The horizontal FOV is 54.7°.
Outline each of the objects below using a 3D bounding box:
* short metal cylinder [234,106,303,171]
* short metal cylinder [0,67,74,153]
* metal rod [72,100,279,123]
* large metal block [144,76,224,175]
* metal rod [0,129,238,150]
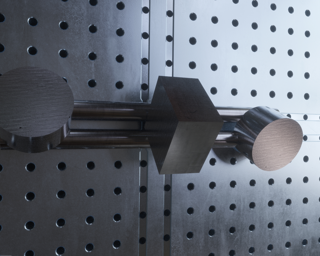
[{"bbox_3d":[0.152,0.014,0.441,0.081,0.050,0.079,-8,115,-16],"label":"short metal cylinder"},{"bbox_3d":[-0.136,-0.019,0.334,0.081,0.050,0.080,8,65,-17],"label":"short metal cylinder"},{"bbox_3d":[0.035,-0.020,0.425,0.302,0.025,0.025,1,90,-20],"label":"metal rod"},{"bbox_3d":[0.023,-0.003,0.360,0.050,0.080,0.079,1,132,-20],"label":"large metal block"},{"bbox_3d":[-0.035,0.014,0.399,0.302,0.025,0.025,1,90,-20],"label":"metal rod"}]
